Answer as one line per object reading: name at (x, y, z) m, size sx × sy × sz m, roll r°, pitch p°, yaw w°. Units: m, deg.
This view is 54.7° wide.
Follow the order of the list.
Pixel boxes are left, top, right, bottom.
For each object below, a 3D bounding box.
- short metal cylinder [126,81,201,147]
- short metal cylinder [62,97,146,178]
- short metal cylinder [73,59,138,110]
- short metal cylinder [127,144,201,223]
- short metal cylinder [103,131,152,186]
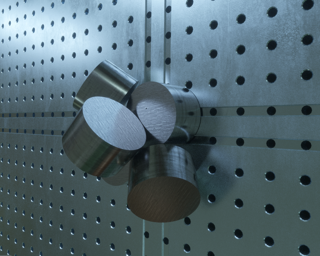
short metal cylinder at (0.003, -0.016, 0.388) m, size 0.080 × 0.050 × 0.079 m, roll 0°, pitch 90°, yaw 39°
short metal cylinder at (-0.064, 0.010, 0.357) m, size 0.050 × 0.081 × 0.080 m, roll -49°, pitch 62°, yaw 29°
short metal cylinder at (-0.073, -0.046, 0.422) m, size 0.050 × 0.080 × 0.080 m, roll 35°, pitch 116°, yaw -3°
short metal cylinder at (0.004, 0.065, 0.359) m, size 0.080 × 0.080 × 0.050 m, roll -48°, pitch 26°, yaw 29°
short metal cylinder at (-0.045, 0.036, 0.427) m, size 0.080 × 0.050 × 0.079 m, roll 0°, pitch 90°, yaw 39°
